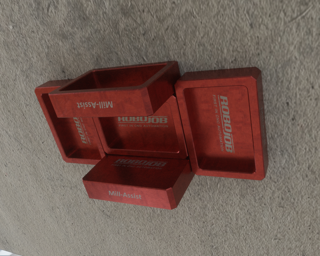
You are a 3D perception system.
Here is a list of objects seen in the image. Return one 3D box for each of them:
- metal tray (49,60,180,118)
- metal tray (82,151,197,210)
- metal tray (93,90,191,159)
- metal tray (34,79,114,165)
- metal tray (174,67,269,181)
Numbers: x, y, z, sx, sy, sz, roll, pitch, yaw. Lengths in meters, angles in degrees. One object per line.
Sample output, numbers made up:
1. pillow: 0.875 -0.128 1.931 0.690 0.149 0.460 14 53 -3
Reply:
1. metal tray: -0.051 -0.046 0.363 0.130 0.090 0.030 0 119 27
2. metal tray: -0.025 0.060 0.413 0.130 0.090 0.030 1 119 27
3. metal tray: -0.025 -0.007 0.412 0.130 0.030 0.089 1 119 27
4. metal tray: -0.123 -0.007 0.463 0.090 0.030 0.129 0 119 27
5. metal tray: 0.074 -0.002 0.364 0.090 0.030 0.129 0 119 27
